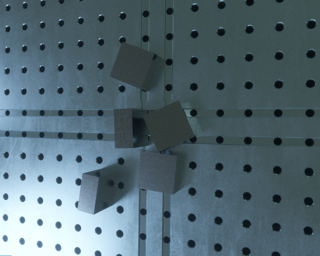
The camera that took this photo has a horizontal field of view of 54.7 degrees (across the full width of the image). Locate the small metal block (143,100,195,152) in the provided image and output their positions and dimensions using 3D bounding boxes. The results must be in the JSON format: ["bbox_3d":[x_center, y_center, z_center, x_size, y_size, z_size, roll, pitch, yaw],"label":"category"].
[{"bbox_3d":[0.013,-0.001,0.402,0.050,0.025,0.050,-24,82,5],"label":"small metal block"}]

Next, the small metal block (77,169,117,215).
[{"bbox_3d":[-0.086,0.086,0.428,0.025,0.050,0.050,10,93,19],"label":"small metal block"}]

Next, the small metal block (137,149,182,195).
[{"bbox_3d":[0.000,0.057,0.412,0.050,0.025,0.050,7,92,19],"label":"small metal block"}]

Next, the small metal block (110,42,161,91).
[{"bbox_3d":[-0.034,-0.084,0.424,0.050,0.025,0.050,24,98,18],"label":"small metal block"}]

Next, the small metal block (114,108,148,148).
[{"bbox_3d":[-0.037,0.000,0.412,0.025,0.050,0.050,-2,89,20],"label":"small metal block"}]
